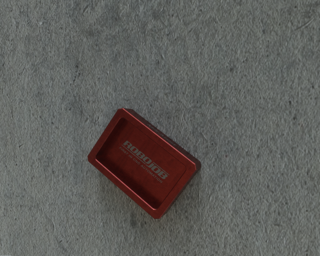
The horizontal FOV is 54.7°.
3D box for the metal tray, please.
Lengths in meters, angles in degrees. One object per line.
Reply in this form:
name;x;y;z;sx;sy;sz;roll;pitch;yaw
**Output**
metal tray;-0.023;0.045;0.415;0.130;0.030;0.090;38;102;15
